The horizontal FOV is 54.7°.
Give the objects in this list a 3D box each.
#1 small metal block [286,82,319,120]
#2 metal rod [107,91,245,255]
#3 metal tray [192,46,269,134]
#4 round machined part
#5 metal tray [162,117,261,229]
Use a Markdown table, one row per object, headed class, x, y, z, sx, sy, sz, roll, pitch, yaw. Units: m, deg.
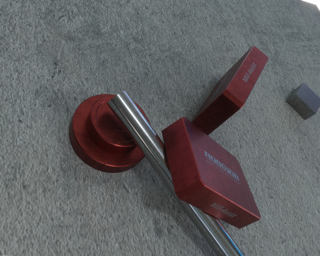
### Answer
| class | x | y | z | sx | sy | sz | roll | pitch | yaw |
| --- | --- | --- | --- | --- | --- | --- | --- | --- | --- |
| small metal block | 0.274 | -0.051 | 0.586 | 0.050 | 0.025 | 0.050 | 46 | 51 | 3 |
| metal rod | 0.040 | 0.088 | 0.340 | 0.025 | 0.025 | 0.299 | -38 | 93 | -39 |
| metal tray | 0.102 | -0.055 | 0.452 | 0.030 | 0.090 | 0.131 | 40 | 51 | -2 |
| round machined part | -0.053 | 0.000 | 0.365 | 0.099 | 0.042 | 0.098 | 14 | 56 | -21 |
| metal tray | 0.060 | 0.054 | 0.354 | 0.130 | 0.030 | 0.090 | 35 | 30 | -40 |
